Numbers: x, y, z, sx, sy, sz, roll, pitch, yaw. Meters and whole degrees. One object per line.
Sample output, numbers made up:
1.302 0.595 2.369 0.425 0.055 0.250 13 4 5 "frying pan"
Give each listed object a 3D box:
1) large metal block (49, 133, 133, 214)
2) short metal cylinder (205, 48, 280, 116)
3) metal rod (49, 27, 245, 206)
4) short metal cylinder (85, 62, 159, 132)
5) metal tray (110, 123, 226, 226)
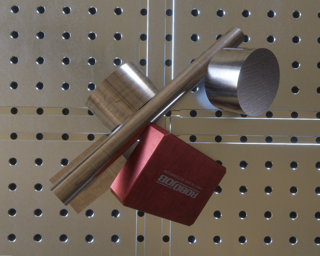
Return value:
-0.076 0.051 0.384 0.080 0.080 0.050 -39 90 0 "large metal block"
0.102 -0.058 0.382 0.081 0.050 0.079 -11 109 -35 "short metal cylinder"
0.001 -0.028 0.360 0.025 0.025 0.301 47 68 0 "metal rod"
-0.045 -0.036 0.385 0.080 0.080 0.050 -43 91 0 "short metal cylinder"
0.016 0.061 0.371 0.130 0.030 0.090 32 90 -42 "metal tray"
